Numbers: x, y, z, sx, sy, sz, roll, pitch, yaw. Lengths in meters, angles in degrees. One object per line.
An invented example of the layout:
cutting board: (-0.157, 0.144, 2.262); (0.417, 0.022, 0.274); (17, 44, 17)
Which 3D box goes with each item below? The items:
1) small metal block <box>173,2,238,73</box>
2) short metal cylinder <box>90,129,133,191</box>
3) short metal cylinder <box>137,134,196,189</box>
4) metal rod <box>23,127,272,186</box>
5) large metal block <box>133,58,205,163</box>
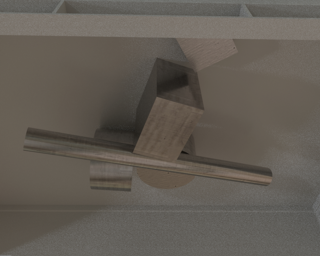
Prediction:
small metal block: (0.048, -0.095, 0.329); (0.050, 0.025, 0.050); (-23, 127, 18)
short metal cylinder: (-0.060, 0.042, 0.408); (0.050, 0.080, 0.079); (4, 130, -4)
short metal cylinder: (0.010, 0.039, 0.426); (0.081, 0.050, 0.079); (0, 130, 0)
metal rod: (0.002, 0.038, 0.369); (0.302, 0.025, 0.025); (11, 130, -18)
large metal block: (0.007, -0.021, 0.356); (0.050, 0.080, 0.079); (15, 128, -13)
